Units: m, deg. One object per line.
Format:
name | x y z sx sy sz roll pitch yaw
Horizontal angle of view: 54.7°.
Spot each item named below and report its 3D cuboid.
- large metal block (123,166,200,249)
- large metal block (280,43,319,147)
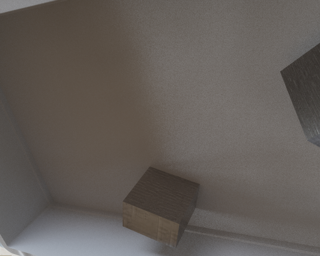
large metal block | 0.003 0.109 0.439 0.080 0.080 0.050 17 125 18
large metal block | 0.160 -0.033 0.259 0.050 0.080 0.080 23 136 -30
